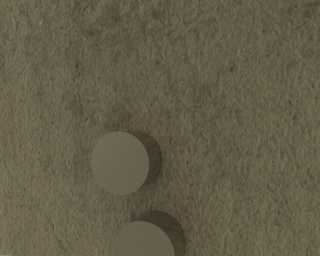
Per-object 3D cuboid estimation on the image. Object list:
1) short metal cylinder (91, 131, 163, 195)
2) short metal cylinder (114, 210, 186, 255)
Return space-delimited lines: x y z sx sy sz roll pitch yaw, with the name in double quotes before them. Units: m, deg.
"short metal cylinder" -0.043 0.044 0.410 0.080 0.050 0.079 0 90 19
"short metal cylinder" -0.012 0.153 0.399 0.080 0.050 0.079 0 90 19
